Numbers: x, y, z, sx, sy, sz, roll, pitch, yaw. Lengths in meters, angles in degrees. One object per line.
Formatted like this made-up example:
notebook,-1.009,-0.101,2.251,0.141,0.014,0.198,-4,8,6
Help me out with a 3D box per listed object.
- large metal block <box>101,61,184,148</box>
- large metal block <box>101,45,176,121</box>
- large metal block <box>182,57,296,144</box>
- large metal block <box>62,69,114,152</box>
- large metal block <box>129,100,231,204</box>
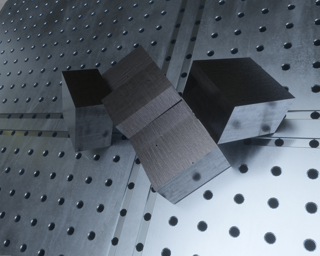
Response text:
large metal block,-0.013,-0.023,0.394,0.080,0.080,0.050,-36,52,4
large metal block,-0.032,-0.059,0.446,0.080,0.050,0.080,-37,52,5
large metal block,0.083,-0.034,0.343,0.081,0.050,0.080,-9,47,-26
large metal block,-0.103,-0.026,0.435,0.050,0.079,0.080,-10,47,-25
large metal block,0.022,0.028,0.364,0.080,0.050,0.080,-35,50,5
